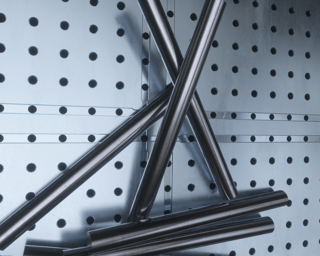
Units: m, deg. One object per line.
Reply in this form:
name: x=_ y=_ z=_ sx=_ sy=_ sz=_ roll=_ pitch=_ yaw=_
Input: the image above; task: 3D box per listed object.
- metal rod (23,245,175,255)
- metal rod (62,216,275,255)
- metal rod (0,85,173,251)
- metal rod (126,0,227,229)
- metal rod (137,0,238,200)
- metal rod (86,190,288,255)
metal rod: x=-0.019 y=0.178 z=0.405 sx=0.302 sy=0.025 sz=0.025 roll=13 pitch=86 yaw=-20
metal rod: x=0.029 y=0.149 z=0.409 sx=0.302 sy=0.025 sz=0.025 roll=0 pitch=90 yaw=-25
metal rod: x=-0.072 y=0.033 z=0.385 sx=0.301 sy=0.025 sz=0.025 roll=-40 pitch=103 yaw=-16
metal rod: x=0.015 y=-0.006 z=0.376 sx=0.025 sy=0.025 sz=0.298 roll=16 pitch=100 yaw=-19
metal rod: x=0.039 y=-0.035 z=0.400 sx=0.025 sy=0.025 sz=0.299 roll=-30 pitch=107 yaw=-17
metal rod: x=0.055 y=0.118 z=0.413 sx=0.302 sy=0.025 sz=0.025 roll=-4 pitch=92 yaw=-27
